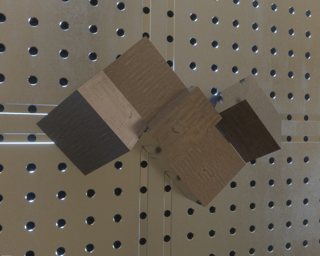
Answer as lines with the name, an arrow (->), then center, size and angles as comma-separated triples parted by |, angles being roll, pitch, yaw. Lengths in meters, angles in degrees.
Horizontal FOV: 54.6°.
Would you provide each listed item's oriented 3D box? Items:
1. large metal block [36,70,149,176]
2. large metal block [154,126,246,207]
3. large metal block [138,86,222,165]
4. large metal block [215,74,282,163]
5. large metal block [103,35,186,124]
large metal block -> -0.075, -0.004, 0.348 | 0.080, 0.080, 0.050 | 51, 36, -13
large metal block -> 0.053, 0.045, 0.418 | 0.080, 0.050, 0.080 | -43, 102, -15
large metal block -> 0.016, -0.004, 0.389 | 0.080, 0.080, 0.050 | -44, 105, -15
large metal block -> 0.121, -0.014, 0.421 | 0.080, 0.050, 0.080 | 51, 35, -14
large metal block -> -0.029, -0.054, 0.388 | 0.080, 0.050, 0.080 | -43, 104, -14
